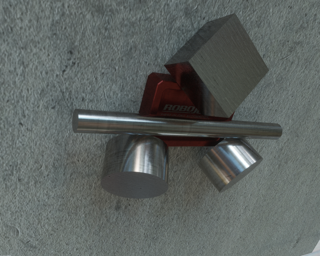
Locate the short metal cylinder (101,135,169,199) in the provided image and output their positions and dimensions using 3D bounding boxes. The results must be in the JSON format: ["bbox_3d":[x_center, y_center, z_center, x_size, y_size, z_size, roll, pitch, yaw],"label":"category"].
[{"bbox_3d":[-0.029,0.049,0.383,0.080,0.050,0.080,1,146,1],"label":"short metal cylinder"}]

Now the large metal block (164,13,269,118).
[{"bbox_3d":[0.066,-0.069,0.357,0.080,0.050,0.080,-48,115,-16],"label":"large metal block"}]

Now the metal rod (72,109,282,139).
[{"bbox_3d":[0.044,-0.001,0.393,0.302,0.025,0.025,3,117,-30],"label":"metal rod"}]

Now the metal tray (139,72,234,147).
[{"bbox_3d":[0.038,-0.021,0.414,0.131,0.030,0.089,2,118,-29],"label":"metal tray"}]

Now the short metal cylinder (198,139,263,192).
[{"bbox_3d":[0.104,0.052,0.460,0.080,0.050,0.080,-32,158,-15],"label":"short metal cylinder"}]
